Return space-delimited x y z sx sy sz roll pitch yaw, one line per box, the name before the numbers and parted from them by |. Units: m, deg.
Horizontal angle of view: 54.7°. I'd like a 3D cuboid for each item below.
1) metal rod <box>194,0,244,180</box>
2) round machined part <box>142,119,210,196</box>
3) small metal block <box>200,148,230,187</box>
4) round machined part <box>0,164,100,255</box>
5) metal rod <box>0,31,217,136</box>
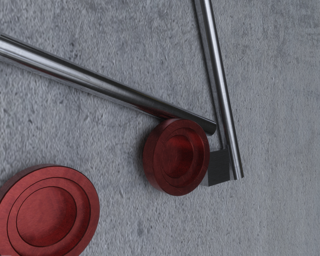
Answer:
metal rod | 0.092 -0.062 0.481 0.025 0.025 0.298 -22 104 -38
round machined part | 0.017 0.036 0.405 0.099 0.042 0.097 -3 95 -39
small metal block | 0.080 0.058 0.471 0.050 0.025 0.050 -6 94 -40
round machined part | -0.112 0.083 0.300 0.099 0.042 0.097 0 90 -40
metal rod | -0.037 -0.037 0.373 0.302 0.025 0.025 19 78 -38
